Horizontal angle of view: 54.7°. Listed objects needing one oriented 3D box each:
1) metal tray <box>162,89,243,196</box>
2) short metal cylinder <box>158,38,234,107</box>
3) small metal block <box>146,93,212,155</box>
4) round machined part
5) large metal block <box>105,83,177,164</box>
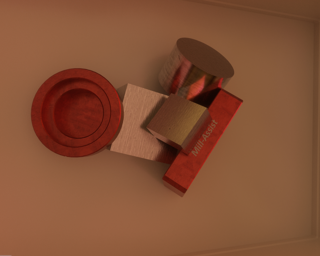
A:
[{"bbox_3d":[0.052,0.023,0.393,0.030,0.090,0.130,32,78,10],"label":"metal tray"},{"bbox_3d":[0.045,-0.069,0.391,0.081,0.080,0.050,17,129,-20],"label":"short metal cylinder"},{"bbox_3d":[0.022,-0.005,0.350,0.050,0.050,0.025,-54,145,-12],"label":"small metal block"},{"bbox_3d":[-0.090,-0.015,0.355,0.099,0.042,0.097,0,85,2],"label":"round machined part"},{"bbox_3d":[-0.019,-0.003,0.390,0.081,0.050,0.080,16,85,-20],"label":"large metal block"}]
